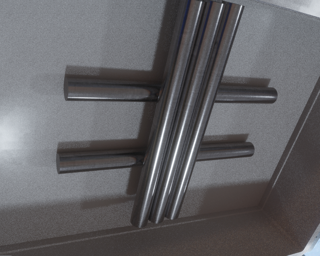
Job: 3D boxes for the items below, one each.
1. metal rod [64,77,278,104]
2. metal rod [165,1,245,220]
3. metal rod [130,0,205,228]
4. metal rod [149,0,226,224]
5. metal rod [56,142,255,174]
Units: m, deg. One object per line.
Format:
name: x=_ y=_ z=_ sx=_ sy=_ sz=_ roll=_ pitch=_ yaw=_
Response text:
metal rod: x=0.034 y=-0.045 z=0.398 sx=0.303 sy=0.025 sz=0.025 roll=-2 pitch=119 yaw=-28
metal rod: x=0.047 y=-0.003 z=0.397 sx=0.025 sy=0.025 sz=0.298 roll=-1 pitch=119 yaw=-28
metal rod: x=0.002 y=0.001 z=0.375 sx=0.025 sy=0.025 sz=0.298 roll=-1 pitch=119 yaw=-28
metal rod: x=0.025 y=-0.001 z=0.386 sx=0.025 sy=0.025 sz=0.298 roll=-1 pitch=119 yaw=-28
metal rod: x=0.013 y=0.039 z=0.438 sx=0.303 sy=0.025 sz=0.025 roll=-2 pitch=119 yaw=-28
